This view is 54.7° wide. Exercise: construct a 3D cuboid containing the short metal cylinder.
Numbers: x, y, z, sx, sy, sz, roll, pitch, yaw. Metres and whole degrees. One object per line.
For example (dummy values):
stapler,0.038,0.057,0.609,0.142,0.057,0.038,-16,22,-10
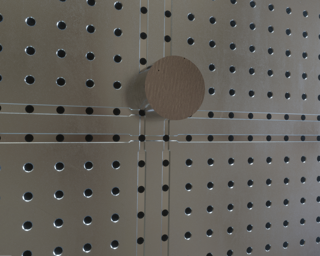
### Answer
short metal cylinder,0.011,-0.050,0.404,0.081,0.050,0.079,0,90,-20
